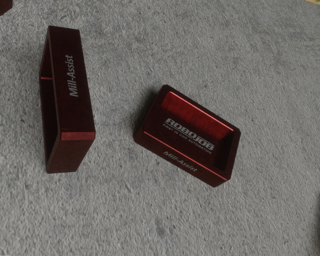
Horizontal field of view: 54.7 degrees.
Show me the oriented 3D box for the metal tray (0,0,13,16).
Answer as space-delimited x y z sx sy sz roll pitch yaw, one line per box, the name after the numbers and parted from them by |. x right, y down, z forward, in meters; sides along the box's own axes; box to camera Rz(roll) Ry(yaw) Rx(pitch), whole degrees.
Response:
-0.259 -0.173 0.366 0.130 0.030 0.090 33 51 -7 | metal tray

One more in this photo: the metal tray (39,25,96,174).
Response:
-0.102 -0.028 0.324 0.030 0.090 0.130 0 62 -28 | metal tray

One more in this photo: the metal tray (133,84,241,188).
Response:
0.041 0.010 0.416 0.130 0.030 0.090 31 52 -8 | metal tray
